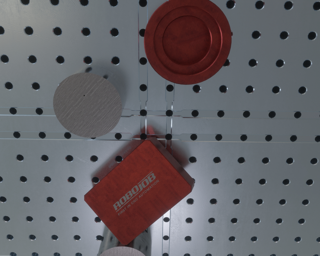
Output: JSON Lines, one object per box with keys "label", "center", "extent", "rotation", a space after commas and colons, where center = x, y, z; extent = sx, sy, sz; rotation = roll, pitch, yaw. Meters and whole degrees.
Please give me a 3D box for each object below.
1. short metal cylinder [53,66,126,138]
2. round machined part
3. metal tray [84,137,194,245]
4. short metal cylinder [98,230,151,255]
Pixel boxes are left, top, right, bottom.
{"label": "short metal cylinder", "center": [-0.085, -0.034, 0.387], "extent": [0.081, 0.050, 0.079], "rotation": [0, 110, 0]}
{"label": "round machined part", "center": [0.031, -0.104, 0.366], "extent": [0.099, 0.042, 0.097], "rotation": [0, 110, 0]}
{"label": "metal tray", "center": [-0.029, 0.086, 0.427], "extent": [0.130, 0.030, 0.090], "rotation": [-43, 86, 14]}
{"label": "short metal cylinder", "center": [-0.054, 0.195, 0.471], "extent": [0.081, 0.050, 0.079], "rotation": [0, 110, 0]}
